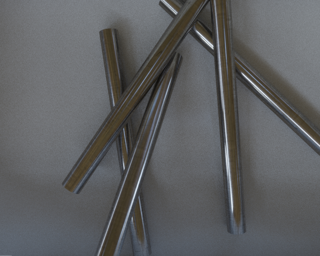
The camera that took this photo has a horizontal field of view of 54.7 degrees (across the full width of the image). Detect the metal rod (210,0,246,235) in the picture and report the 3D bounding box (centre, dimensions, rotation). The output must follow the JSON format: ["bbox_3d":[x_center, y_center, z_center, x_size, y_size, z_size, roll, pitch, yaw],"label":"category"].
[{"bbox_3d":[0.088,-0.011,0.395,0.025,0.025,0.298,-6,96,0],"label":"metal rod"}]

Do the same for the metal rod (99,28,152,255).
[{"bbox_3d":[-0.046,0.020,0.410,0.025,0.025,0.298,-9,90,0],"label":"metal rod"}]

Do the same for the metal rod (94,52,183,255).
[{"bbox_3d":[-0.024,0.038,0.358,0.025,0.025,0.300,18,68,0],"label":"metal rod"}]

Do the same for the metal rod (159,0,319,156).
[{"bbox_3d":[0.117,-0.071,0.411,0.300,0.025,0.025,43,90,0],"label":"metal rod"}]

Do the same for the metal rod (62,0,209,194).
[{"bbox_3d":[-0.027,-0.049,0.384,0.025,0.025,0.299,34,90,0],"label":"metal rod"}]
